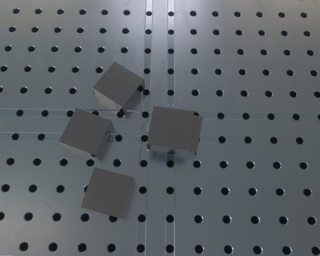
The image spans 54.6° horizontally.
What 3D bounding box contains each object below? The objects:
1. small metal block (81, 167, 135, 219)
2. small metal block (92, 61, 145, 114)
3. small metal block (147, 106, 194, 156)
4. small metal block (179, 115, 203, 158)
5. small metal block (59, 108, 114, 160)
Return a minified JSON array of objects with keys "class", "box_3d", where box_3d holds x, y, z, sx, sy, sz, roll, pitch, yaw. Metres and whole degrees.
[{"class":"small metal block","box_3d":[-0.063,0.081,0.382,0.050,0.025,0.050,14,71,5]},{"class":"small metal block","box_3d":[-0.056,-0.056,0.432,0.050,0.025,0.050,33,73,11]},{"class":"small metal block","box_3d":[0.013,0.004,0.384,0.050,0.025,0.050,8,70,3]},{"class":"small metal block","box_3d":[0.026,0.008,0.409,0.050,0.025,0.050,11,70,4]},{"class":"small metal block","box_3d":[-0.096,0.008,0.409,0.050,0.025,0.050,20,71,7]}]
